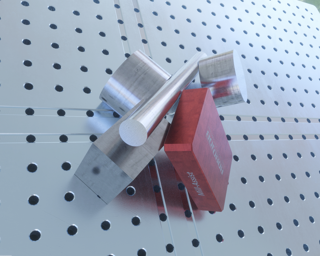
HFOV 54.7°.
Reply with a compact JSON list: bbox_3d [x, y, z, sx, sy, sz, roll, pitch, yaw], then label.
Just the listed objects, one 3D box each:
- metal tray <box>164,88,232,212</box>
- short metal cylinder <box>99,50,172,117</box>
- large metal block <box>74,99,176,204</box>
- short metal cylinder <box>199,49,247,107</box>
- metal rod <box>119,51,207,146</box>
[{"bbox_3d":[0.052,0.028,0.366,0.130,0.030,0.090,61,37,-41],"label":"metal tray"},{"bbox_3d":[-0.030,-0.051,0.388,0.050,0.080,0.080,40,51,-2],"label":"short metal cylinder"},{"bbox_3d":[-0.038,0.026,0.337,0.050,0.080,0.080,43,51,1],"label":"large metal block"},{"bbox_3d":[0.096,-0.073,0.465,0.080,0.050,0.080,40,45,-55],"label":"short metal cylinder"},{"bbox_3d":[0.023,-0.056,0.387,0.025,0.025,0.301,40,30,-2],"label":"metal rod"}]
